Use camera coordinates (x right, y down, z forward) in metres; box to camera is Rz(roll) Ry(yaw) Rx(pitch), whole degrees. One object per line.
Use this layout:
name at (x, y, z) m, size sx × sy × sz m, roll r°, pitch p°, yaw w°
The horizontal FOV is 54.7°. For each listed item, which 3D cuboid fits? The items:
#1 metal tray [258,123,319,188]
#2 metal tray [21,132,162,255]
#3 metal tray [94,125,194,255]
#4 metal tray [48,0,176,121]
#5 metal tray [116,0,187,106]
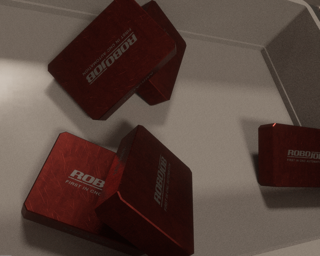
metal tray at (0.210, 0.044, 0.471) m, size 0.131 × 0.030 × 0.090 m, roll 6°, pitch 81°, yaw -26°
metal tray at (-0.062, 0.070, 0.327) m, size 0.131 × 0.030 × 0.090 m, roll 25°, pitch 53°, yaw -13°
metal tray at (-0.007, 0.061, 0.315) m, size 0.090 × 0.030 × 0.130 m, roll 43°, pitch 22°, yaw -16°
metal tray at (-0.056, -0.083, 0.372) m, size 0.130 × 0.030 × 0.090 m, roll -43°, pitch 86°, yaw 4°
metal tray at (-0.010, -0.108, 0.440) m, size 0.090 × 0.030 × 0.130 m, roll 45°, pitch 45°, yaw -33°
